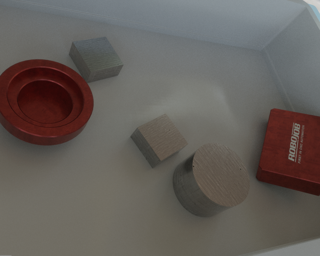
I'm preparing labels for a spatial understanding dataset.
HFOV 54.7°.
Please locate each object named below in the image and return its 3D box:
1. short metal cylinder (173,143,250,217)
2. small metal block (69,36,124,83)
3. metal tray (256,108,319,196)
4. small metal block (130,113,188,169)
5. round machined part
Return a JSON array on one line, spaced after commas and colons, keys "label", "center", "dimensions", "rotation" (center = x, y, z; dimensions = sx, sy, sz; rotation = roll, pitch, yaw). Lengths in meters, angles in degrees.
[{"label": "short metal cylinder", "center": [0.063, 0.065, 0.386], "dimensions": [0.081, 0.050, 0.080], "rotation": [14, 56, -21]}, {"label": "small metal block", "center": [-0.086, -0.092, 0.417], "dimensions": [0.050, 0.025, 0.050], "rotation": [-23, 74, -36]}, {"label": "metal tray", "center": [0.203, 0.031, 0.468], "dimensions": [0.090, 0.030, 0.130], "rotation": [13, 49, 18]}, {"label": "small metal block", "center": [-0.001, 0.016, 0.397], "dimensions": [0.050, 0.025, 0.050], "rotation": [-28, 77, -38]}, {"label": "round machined part", "center": [-0.127, -0.024, 0.342], "dimensions": [0.099, 0.042, 0.098], "rotation": [14, 56, -21]}]
